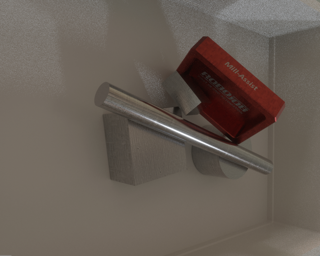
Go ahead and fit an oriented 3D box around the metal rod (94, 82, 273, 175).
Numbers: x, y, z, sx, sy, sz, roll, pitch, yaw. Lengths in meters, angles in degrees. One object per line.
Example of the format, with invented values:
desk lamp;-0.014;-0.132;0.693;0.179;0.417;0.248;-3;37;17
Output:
metal rod;0.054;0.014;0.386;0.302;0.025;0.025;23;76;-38

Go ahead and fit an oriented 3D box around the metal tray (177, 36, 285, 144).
metal tray;0.080;-0.044;0.400;0.130;0.090;0.030;41;60;0

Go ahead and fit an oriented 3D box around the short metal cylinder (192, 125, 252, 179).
short metal cylinder;0.095;0.035;0.471;0.081;0.050;0.079;0;90;-40

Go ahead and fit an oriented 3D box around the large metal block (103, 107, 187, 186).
large metal block;-0.017;0.018;0.377;0.081;0.050;0.079;-10;97;-40

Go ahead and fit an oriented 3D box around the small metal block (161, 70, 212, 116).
small metal block;0.035;-0.044;0.392;0.050;0.025;0.050;54;21;12
